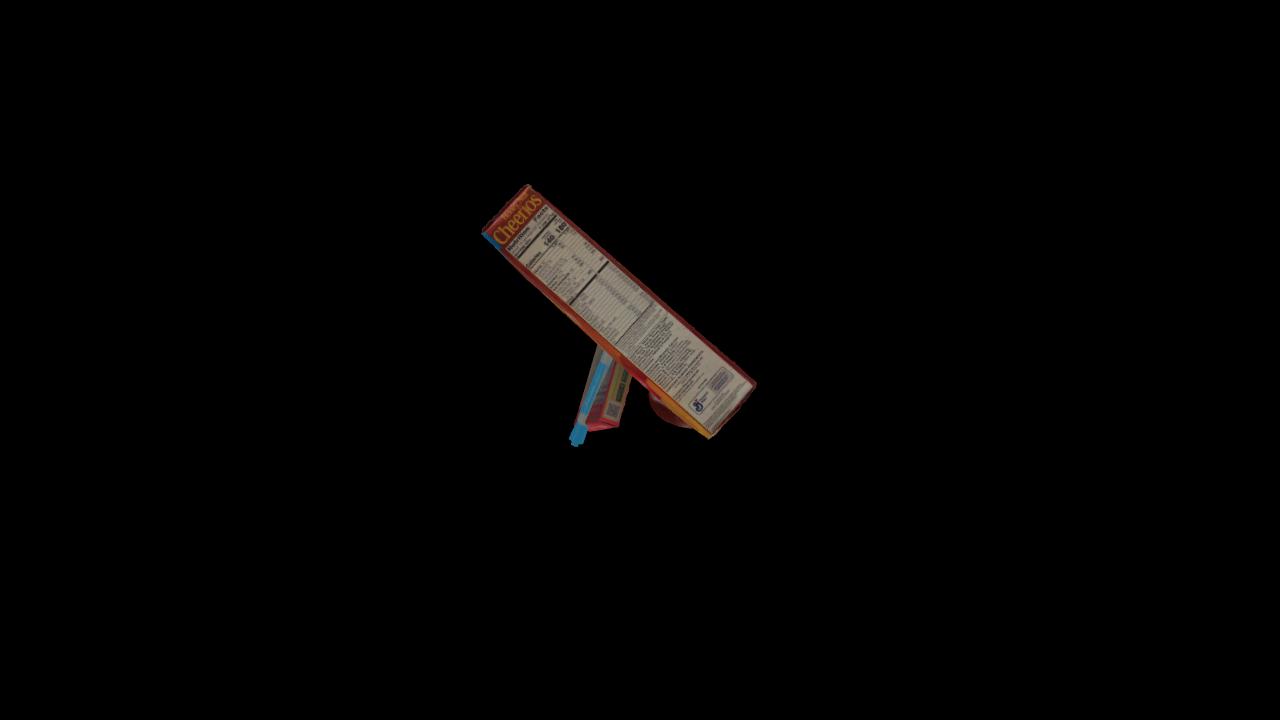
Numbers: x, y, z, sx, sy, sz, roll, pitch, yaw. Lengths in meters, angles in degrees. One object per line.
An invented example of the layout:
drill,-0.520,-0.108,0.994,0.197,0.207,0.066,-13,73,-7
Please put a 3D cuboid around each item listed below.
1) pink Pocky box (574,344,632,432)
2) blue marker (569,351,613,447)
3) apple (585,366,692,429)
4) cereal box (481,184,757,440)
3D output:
pink Pocky box,-0.035,0.010,0.751,0.029,0.155,0.084,22,-19,-22
blue marker,-0.056,0.047,0.731,0.020,0.121,0.020,22,5,-2
apple,0.051,0.038,0.694,0.079,0.079,0.093,0,-26,29
cereal box,-0.017,-0.043,0.685,0.306,0.081,0.203,41,0,6
